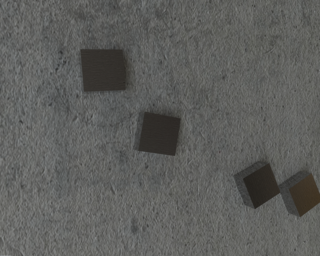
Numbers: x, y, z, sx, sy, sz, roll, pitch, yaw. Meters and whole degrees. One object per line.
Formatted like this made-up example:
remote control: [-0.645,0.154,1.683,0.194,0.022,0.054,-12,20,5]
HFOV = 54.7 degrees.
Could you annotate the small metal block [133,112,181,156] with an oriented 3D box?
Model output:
small metal block: [-0.004,0.008,0.407,0.050,0.025,0.050,10,87,-20]

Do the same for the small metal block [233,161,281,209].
small metal block: [0.145,0.084,0.462,0.050,0.025,0.050,-26,99,-18]

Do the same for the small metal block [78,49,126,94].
small metal block: [-0.072,-0.069,0.382,0.050,0.025,0.050,-5,92,-20]

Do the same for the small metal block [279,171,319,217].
small metal block: [0.222,0.104,0.491,0.050,0.025,0.050,-28,99,-18]
